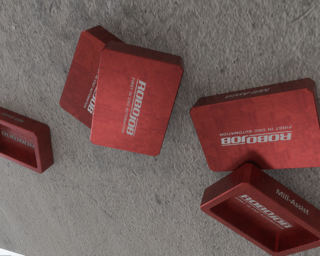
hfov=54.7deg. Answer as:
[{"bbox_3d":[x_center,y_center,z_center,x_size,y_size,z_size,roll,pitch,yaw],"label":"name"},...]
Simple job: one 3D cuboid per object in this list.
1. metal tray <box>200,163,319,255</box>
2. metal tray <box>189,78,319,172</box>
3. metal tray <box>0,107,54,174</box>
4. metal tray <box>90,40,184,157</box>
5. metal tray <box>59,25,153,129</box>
[{"bbox_3d":[0.127,0.105,0.379,0.130,0.030,0.090,34,137,-9],"label":"metal tray"},{"bbox_3d":[0.108,0.002,0.348,0.130,0.030,0.090,-8,115,31],"label":"metal tray"},{"bbox_3d":[-0.254,0.019,0.549,0.130,0.030,0.089,19,126,17],"label":"metal tray"},{"bbox_3d":[-0.031,-0.031,0.375,0.091,0.030,0.129,12,123,-5],"label":"metal tray"},{"bbox_3d":[-0.076,-0.055,0.409,0.090,0.030,0.129,36,129,4],"label":"metal tray"}]
